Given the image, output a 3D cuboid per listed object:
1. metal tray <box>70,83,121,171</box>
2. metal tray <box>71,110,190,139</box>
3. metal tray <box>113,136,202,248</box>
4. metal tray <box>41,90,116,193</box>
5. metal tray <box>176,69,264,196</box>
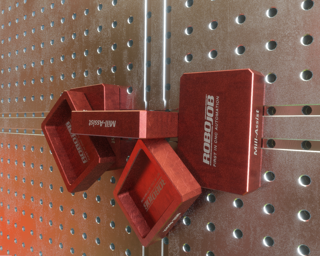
[{"bbox_3d":[-0.104,0.000,0.490,0.090,0.030,0.129,-1,90,40],"label":"metal tray"},{"bbox_3d":[-0.039,-0.006,0.396,0.130,0.091,0.030,2,92,39],"label":"metal tray"},{"bbox_3d":[-0.010,0.080,0.388,0.090,0.030,0.129,53,138,26],"label":"metal tray"},{"bbox_3d":[-0.127,0.019,0.466,0.090,0.030,0.130,-45,64,30],"label":"metal tray"},{"bbox_3d":[0.065,0.002,0.350,0.090,0.030,0.129,4,92,39],"label":"metal tray"}]
